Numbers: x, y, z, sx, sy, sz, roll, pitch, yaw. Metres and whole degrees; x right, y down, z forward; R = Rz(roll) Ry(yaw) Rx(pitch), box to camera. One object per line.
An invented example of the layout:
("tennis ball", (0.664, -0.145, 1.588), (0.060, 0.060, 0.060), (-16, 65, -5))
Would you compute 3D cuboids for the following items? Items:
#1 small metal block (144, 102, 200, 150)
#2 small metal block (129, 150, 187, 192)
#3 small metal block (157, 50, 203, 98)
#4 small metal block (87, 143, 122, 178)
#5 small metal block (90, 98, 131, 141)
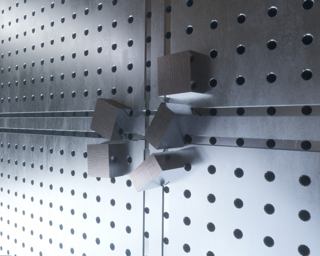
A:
("small metal block", (0.015, -0.002, 0.379), (0.025, 0.050, 0.050), (41, 115, 32))
("small metal block", (-0.002, 0.054, 0.393), (0.050, 0.050, 0.025), (-44, 64, 31))
("small metal block", (0.024, -0.066, 0.388), (0.050, 0.025, 0.050), (-3, 88, 39))
("small metal block", (-0.086, 0.050, 0.478), (0.050, 0.025, 0.050), (-4, 88, 39))
("small metal block", (-0.075, -0.013, 0.469), (0.050, 0.025, 0.050), (27, 107, 36))
